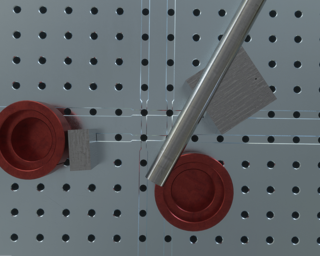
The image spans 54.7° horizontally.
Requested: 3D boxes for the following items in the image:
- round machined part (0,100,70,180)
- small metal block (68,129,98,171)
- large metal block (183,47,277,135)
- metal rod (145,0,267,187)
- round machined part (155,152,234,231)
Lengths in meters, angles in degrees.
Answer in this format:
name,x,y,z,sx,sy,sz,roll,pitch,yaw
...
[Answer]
name,x,y,z,sx,sy,sz,roll,pitch,yaw
round machined part,-0.160,0.014,0.399,0.098,0.042,0.097,0,91,8
small metal block,-0.098,0.026,0.400,0.025,0.050,0.050,-3,90,-2
large metal block,0.087,-0.047,0.401,0.080,0.050,0.080,-33,90,0
metal rod,0.066,-0.068,0.363,0.025,0.025,0.299,29,90,0
round machined part,0.043,0.080,0.405,0.099,0.042,0.097,0,90,0
